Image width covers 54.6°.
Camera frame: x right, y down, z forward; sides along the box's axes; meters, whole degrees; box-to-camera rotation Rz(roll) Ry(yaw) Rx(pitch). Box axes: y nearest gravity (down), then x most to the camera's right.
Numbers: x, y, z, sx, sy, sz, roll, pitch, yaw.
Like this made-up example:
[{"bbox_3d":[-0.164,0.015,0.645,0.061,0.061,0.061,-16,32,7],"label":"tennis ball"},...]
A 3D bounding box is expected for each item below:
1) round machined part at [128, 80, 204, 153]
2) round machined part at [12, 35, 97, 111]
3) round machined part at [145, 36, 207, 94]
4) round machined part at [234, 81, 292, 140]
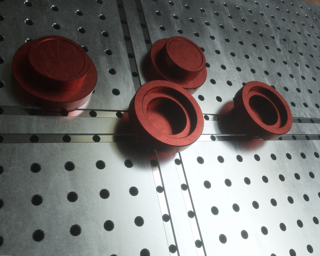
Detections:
[{"bbox_3d":[0.004,-0.011,0.406,0.099,0.042,0.098,13,56,-21],"label":"round machined part"},{"bbox_3d":[-0.124,-0.072,0.374,0.099,0.042,0.098,13,56,-21],"label":"round machined part"},{"bbox_3d":[0.031,-0.101,0.475,0.099,0.042,0.098,13,56,-21],"label":"round machined part"},{"bbox_3d":[0.158,-0.023,0.496,0.099,0.042,0.098,13,56,-21],"label":"round machined part"}]
